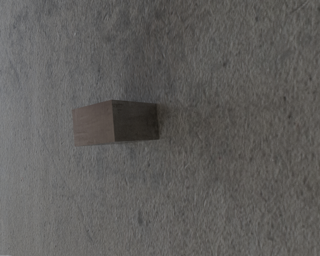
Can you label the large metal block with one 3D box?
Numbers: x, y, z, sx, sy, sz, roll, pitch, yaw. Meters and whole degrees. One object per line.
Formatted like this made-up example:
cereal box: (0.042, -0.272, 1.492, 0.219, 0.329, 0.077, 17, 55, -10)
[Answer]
large metal block: (-0.059, -0.004, 0.419, 0.080, 0.081, 0.050, -8, 85, 40)
